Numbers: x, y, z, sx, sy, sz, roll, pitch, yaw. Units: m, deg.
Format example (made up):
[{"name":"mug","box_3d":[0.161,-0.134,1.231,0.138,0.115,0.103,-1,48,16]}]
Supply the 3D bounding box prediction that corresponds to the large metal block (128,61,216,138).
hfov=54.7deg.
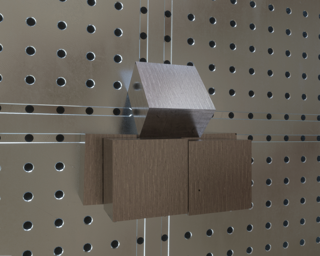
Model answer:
[{"name":"large metal block","box_3d":[0.011,-0.034,0.382,0.081,0.050,0.080,0,48,-21]}]

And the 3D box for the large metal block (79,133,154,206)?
[{"name":"large metal block","box_3d":[-0.055,0.047,0.380,0.081,0.050,0.079,2,90,-21]}]

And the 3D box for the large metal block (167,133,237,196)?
[{"name":"large metal block","box_3d":[0.056,0.047,0.421,0.081,0.050,0.079,-1,91,-20]}]

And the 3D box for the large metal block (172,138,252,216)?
[{"name":"large metal block","box_3d":[0.060,0.053,0.367,0.081,0.050,0.079,0,90,-21]}]

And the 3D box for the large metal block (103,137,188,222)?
[{"name":"large metal block","box_3d":[-0.017,0.051,0.338,0.081,0.050,0.079,0,90,-21]}]
